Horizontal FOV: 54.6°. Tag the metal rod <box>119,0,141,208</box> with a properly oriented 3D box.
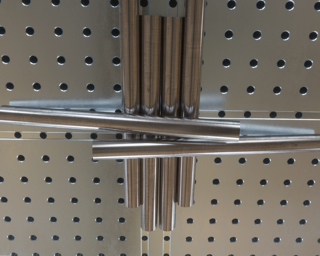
[{"bbox_3d":[-0.037,-0.030,0.401,0.025,0.025,0.298,1,110,0],"label":"metal rod"}]

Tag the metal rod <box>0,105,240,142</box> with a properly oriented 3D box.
[{"bbox_3d":[-0.056,-0.007,0.386,0.301,0.025,0.025,4,110,8],"label":"metal rod"}]

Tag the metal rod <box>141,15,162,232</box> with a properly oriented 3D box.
[{"bbox_3d":[-0.013,0.008,0.415,0.025,0.025,0.298,1,110,-1],"label":"metal rod"}]

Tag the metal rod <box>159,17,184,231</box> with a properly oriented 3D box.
[{"bbox_3d":[0.013,0.008,0.417,0.025,0.025,0.298,1,110,0],"label":"metal rod"}]

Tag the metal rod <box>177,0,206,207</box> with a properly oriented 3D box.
[{"bbox_3d":[0.039,-0.031,0.401,0.025,0.025,0.298,1,110,0],"label":"metal rod"}]

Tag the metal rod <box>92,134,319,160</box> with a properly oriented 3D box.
[{"bbox_3d":[0.068,0.024,0.400,0.302,0.025,0.025,-1,110,-9],"label":"metal rod"}]
